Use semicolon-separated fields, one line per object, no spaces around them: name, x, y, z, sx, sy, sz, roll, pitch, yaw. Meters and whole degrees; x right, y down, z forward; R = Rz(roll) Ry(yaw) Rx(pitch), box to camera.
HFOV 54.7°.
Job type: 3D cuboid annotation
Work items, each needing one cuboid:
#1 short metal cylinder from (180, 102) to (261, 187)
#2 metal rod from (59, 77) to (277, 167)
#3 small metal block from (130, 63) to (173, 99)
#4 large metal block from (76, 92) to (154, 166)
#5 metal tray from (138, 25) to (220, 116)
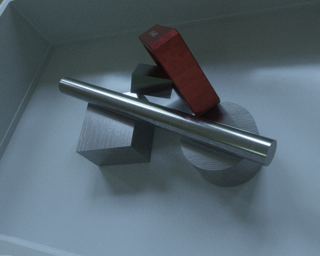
short metal cylinder;0.069;0.018;0.340;0.080;0.050;0.080;-13;56;20
metal rod;-0.018;-0.019;0.358;0.300;0.025;0.025;20;72;35
small metal block;-0.008;-0.062;0.401;0.050;0.025;0.050;9;27;3
large metal block;-0.056;0.002;0.415;0.080;0.050;0.080;-7;59;24
metal tray;0.018;-0.073;0.365;0.030;0.090;0.130;-35;22;4
